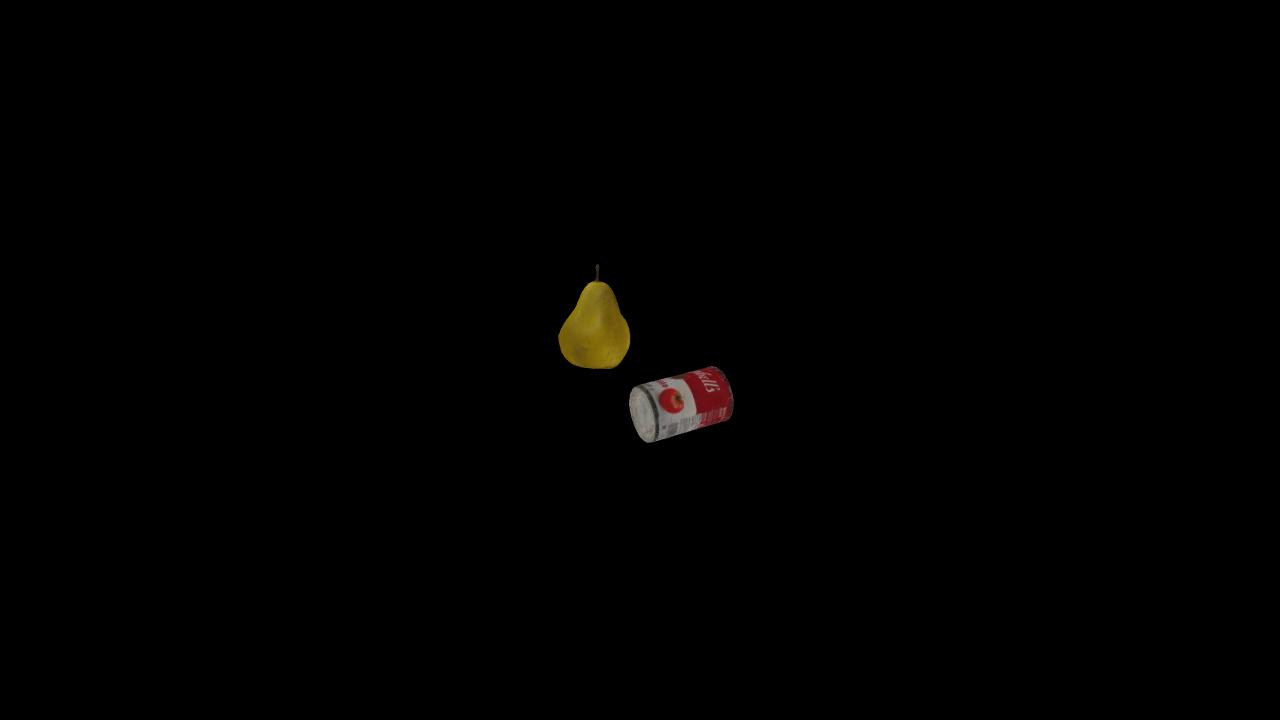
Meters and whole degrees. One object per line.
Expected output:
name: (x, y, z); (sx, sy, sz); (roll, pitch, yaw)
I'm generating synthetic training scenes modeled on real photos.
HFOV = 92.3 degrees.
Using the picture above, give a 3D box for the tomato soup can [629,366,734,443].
tomato soup can: (0.046, 0.050, 0.701); (0.101, 0.068, 0.068); (-14, 5, -23)

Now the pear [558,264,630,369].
pear: (-0.047, -0.047, 0.670); (0.080, 0.111, 0.080); (8, 4, -1)
